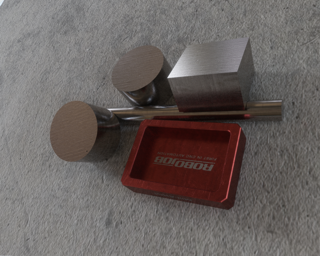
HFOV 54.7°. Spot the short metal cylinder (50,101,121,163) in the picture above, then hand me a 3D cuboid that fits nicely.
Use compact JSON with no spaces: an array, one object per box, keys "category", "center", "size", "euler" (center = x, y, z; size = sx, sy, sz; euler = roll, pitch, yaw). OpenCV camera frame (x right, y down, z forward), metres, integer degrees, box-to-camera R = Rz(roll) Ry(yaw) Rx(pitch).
[{"category":"short metal cylinder","center":[-0.101,0.007,0.423],"size":[0.080,0.050,0.080],"euler":[-4,80,27]}]

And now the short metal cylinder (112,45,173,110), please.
[{"category":"short metal cylinder","center":[-0.021,-0.071,0.444],"size":[0.080,0.050,0.080],"euler":[-13,56,20]}]

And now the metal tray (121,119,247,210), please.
[{"category":"metal tray","center":[0.027,0.038,0.364],"size":[0.130,0.030,0.090],"euler":[4,63,29]}]

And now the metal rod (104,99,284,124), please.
[{"category":"metal rod","center":[0.004,-0.019,0.416],"size":[0.300,0.025,0.025],"euler":[-1,62,27]}]

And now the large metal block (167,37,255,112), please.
[{"category":"large metal block","center":[0.066,-0.065,0.379],"size":[0.080,0.050,0.080],"euler":[-1,40,28]}]
